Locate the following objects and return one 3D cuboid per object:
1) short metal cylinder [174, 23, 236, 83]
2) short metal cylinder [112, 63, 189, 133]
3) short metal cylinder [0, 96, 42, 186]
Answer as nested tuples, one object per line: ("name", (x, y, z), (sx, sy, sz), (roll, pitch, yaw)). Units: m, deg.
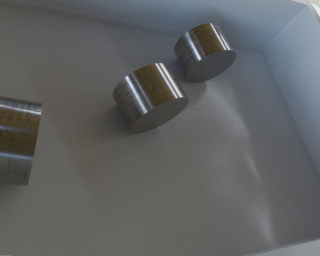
("short metal cylinder", (0.068, -0.113, 0.476), (0.081, 0.080, 0.050), (-10, 67, -33))
("short metal cylinder", (-0.011, -0.035, 0.386), (0.081, 0.080, 0.050), (-19, 72, -35))
("short metal cylinder", (-0.143, 0.011, 0.286), (0.050, 0.080, 0.080), (10, 57, -23))
